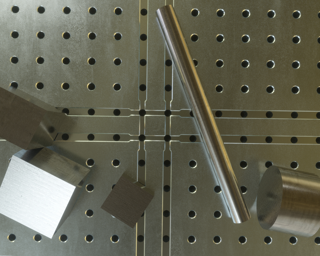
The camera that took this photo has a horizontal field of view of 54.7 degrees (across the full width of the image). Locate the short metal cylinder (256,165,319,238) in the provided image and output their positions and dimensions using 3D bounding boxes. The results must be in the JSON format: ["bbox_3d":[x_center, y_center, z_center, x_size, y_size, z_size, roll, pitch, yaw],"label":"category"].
[{"bbox_3d":[0.161,0.091,0.388,0.050,0.080,0.080,12,90,0],"label":"short metal cylinder"}]

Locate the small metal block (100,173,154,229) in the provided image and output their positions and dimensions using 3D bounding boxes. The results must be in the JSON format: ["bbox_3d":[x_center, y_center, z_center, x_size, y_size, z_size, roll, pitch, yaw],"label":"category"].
[{"bbox_3d":[-0.042,0.096,0.413,0.050,0.025,0.050,33,90,-1],"label":"small metal block"}]

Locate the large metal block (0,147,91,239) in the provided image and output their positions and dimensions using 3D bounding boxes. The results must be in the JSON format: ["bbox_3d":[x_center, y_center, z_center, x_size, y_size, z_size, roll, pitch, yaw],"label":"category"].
[{"bbox_3d":[-0.147,0.076,0.389,0.080,0.050,0.080,27,106,-1],"label":"large metal block"}]

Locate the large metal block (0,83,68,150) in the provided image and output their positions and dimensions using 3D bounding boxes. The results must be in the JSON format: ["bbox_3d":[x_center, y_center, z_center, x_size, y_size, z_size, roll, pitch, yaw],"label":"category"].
[{"bbox_3d":[-0.174,-0.016,0.384,0.080,0.080,0.050,27,90,0],"label":"large metal block"}]

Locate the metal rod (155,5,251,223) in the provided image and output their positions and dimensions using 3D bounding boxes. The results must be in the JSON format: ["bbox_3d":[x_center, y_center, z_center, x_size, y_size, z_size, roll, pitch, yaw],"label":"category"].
[{"bbox_3d":[0.058,-0.018,0.414,0.025,0.025,0.299,-20,90,0],"label":"metal rod"}]
